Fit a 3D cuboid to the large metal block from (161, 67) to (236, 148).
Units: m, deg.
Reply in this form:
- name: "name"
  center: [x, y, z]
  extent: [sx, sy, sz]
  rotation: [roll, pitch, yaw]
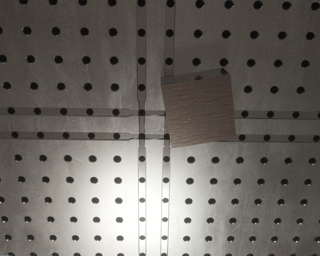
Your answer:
- name: "large metal block"
  center: [0.047, -0.026, 0.391]
  extent: [0.080, 0.050, 0.079]
  rotation: [-9, 110, 3]
